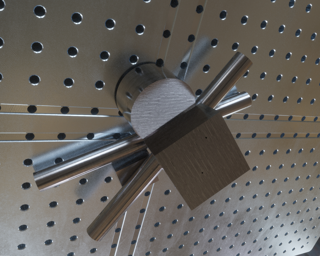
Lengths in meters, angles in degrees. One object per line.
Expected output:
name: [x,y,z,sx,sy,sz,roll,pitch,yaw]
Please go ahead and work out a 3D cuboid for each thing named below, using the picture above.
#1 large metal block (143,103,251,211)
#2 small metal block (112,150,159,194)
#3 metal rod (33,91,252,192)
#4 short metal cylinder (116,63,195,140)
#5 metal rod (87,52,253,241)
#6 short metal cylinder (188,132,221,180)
large metal block: [0.041,0.030,0.350,0.080,0.050,0.080,-34,112,-5]
small metal block: [-0.034,0.059,0.425,0.050,0.025,0.050,-25,128,-13]
metal rod: [-0.010,0.011,0.408,0.302,0.025,0.025,-21,127,-16]
short metal cylinder: [-0.006,-0.030,0.369,0.081,0.050,0.079,-14,124,-21]
metal rod: [0.008,0.028,0.397,0.299,0.025,0.025,-50,129,7]
short metal cylinder: [0.056,0.047,0.431,0.050,0.080,0.080,-37,129,-3]
